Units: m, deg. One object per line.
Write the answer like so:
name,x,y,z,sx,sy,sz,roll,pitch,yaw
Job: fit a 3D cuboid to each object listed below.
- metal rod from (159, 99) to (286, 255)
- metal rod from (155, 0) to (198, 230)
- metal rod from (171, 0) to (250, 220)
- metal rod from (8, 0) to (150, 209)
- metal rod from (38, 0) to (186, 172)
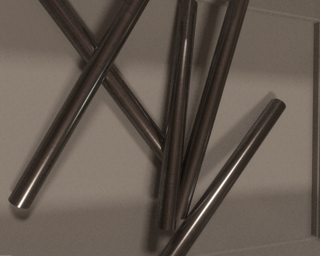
metal rod,0.092,0.067,0.420,0.025,0.025,0.301,48,66,-14
metal rod,0.023,-0.025,0.400,0.025,0.025,0.299,10,79,-20
metal rod,0.064,-0.030,0.401,0.025,0.025,0.298,17,89,-20
metal rod,-0.086,-0.045,0.357,0.025,0.025,0.299,30,88,-18
metal rod,-0.059,-0.057,0.389,0.025,0.025,0.299,-40,103,-16
